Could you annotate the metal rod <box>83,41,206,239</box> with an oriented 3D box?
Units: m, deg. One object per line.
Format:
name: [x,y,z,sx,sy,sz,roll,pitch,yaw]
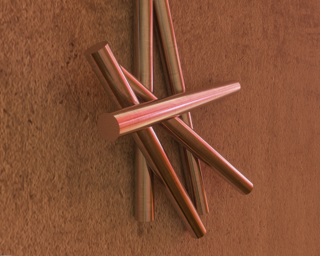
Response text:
metal rod: [-0.002,0.038,0.367,0.025,0.025,0.299,-48,129,-29]

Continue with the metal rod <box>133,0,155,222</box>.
metal rod: [-0.020,-0.035,0.387,0.025,0.025,0.298,-1,91,-40]

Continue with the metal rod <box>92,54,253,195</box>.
metal rod: [0.036,0.012,0.400,0.301,0.025,0.025,40,66,-33]

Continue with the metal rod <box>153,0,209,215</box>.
metal rod: [0.029,-0.021,0.428,0.025,0.025,0.298,-20,103,-38]

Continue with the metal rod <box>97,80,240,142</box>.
metal rod: [0.038,-0.034,0.383,0.302,0.025,0.025,-22,105,-54]
